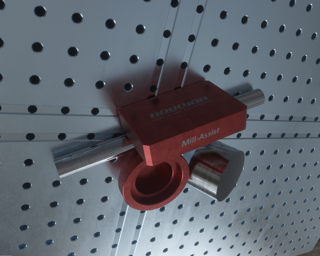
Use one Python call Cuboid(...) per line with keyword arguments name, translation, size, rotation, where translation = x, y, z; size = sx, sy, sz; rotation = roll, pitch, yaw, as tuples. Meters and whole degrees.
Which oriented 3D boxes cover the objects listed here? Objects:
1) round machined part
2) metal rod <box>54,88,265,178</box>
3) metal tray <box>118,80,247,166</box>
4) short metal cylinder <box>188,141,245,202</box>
Cuboid(name="round machined part", translation=(-0.012, 0.064, 0.433), size=(0.099, 0.042, 0.097), rotation=(-14, 124, -21))
Cuboid(name="metal rod", translation=(0.012, 0.001, 0.418), size=(0.302, 0.025, 0.025), rotation=(-19, 126, -17))
Cuboid(name="metal tray", translation=(0.026, -0.012, 0.375), size=(0.131, 0.090, 0.030), rotation=(-20, 126, -17))
Cuboid(name="short metal cylinder", translation=(0.083, 0.061, 0.459), size=(0.081, 0.050, 0.079), rotation=(-34, 136, -40))
